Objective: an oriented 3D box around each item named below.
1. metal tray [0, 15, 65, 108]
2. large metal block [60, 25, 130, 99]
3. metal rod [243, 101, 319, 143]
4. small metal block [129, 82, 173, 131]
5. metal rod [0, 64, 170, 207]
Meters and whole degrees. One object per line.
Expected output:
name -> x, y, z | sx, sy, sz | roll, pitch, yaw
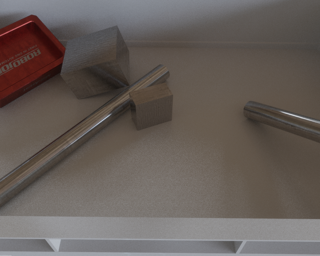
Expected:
metal tray -> -0.211, -0.101, 0.456 | 0.090, 0.030, 0.131 | 49, 60, -1
large metal block -> -0.092, -0.097, 0.455 | 0.080, 0.050, 0.080 | -14, 49, 10
metal rod -> 0.204, 0.017, 0.311 | 0.025, 0.025, 0.300 | -28, 30, -22
small metal block -> -0.011, -0.028, 0.412 | 0.050, 0.050, 0.025 | -17, 53, -14
metal rod -> -0.094, -0.001, 0.404 | 0.025, 0.025, 0.302 | 34, 57, 25
